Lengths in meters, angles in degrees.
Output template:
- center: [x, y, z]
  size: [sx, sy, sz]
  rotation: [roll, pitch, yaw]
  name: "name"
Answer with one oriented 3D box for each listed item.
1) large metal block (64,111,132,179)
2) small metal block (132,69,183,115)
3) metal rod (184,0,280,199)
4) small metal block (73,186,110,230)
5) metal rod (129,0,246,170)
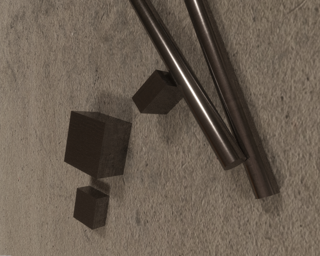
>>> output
- center: [-0.094, 0.022, 0.464]
  size: [0.080, 0.050, 0.079]
  rotation: [18, 101, 38]
  name: "large metal block"
- center: [0.002, -0.043, 0.385]
  size: [0.050, 0.050, 0.025]
  rotation: [-45, 63, 30]
  name: "small metal block"
- center: [0.067, -0.070, 0.348]
  size: [0.025, 0.025, 0.299]
  rotation: [-27, 73, 36]
  name: "metal rod"
- center: [-0.110, 0.125, 0.493]
  size: [0.050, 0.025, 0.050]
  rotation: [16, 100, 38]
  name: "small metal block"
- center: [0.016, -0.085, 0.375]
  size: [0.025, 0.025, 0.299]
  rotation: [-43, 60, 31]
  name: "metal rod"
